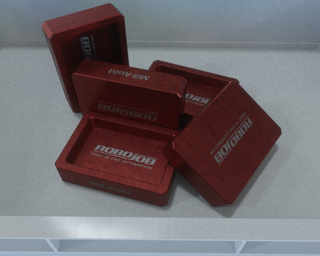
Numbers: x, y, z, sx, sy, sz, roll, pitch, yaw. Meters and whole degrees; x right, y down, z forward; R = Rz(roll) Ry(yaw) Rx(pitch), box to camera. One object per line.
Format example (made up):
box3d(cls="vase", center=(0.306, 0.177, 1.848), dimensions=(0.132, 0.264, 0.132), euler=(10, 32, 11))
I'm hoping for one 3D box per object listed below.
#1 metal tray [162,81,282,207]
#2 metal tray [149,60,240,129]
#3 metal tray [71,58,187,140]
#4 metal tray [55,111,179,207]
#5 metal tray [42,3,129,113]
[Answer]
box3d(cls="metal tray", center=(0.076, 0.015, 0.362), dimensions=(0.090, 0.030, 0.131), euler=(47, 60, -1))
box3d(cls="metal tray", center=(0.037, -0.045, 0.438), dimensions=(0.130, 0.030, 0.090), euler=(16, 52, 13))
box3d(cls="metal tray", center=(-0.036, -0.032, 0.386), dimensions=(0.131, 0.089, 0.030), euler=(12, 51, 9))
box3d(cls="metal tray", center=(-0.044, 0.033, 0.370), dimensions=(0.131, 0.030, 0.090), euler=(12, 51, 10))
box3d(cls="metal tray", center=(-0.088, -0.086, 0.405), dimensions=(0.091, 0.129, 0.030), euler=(-24, 55, -19))
